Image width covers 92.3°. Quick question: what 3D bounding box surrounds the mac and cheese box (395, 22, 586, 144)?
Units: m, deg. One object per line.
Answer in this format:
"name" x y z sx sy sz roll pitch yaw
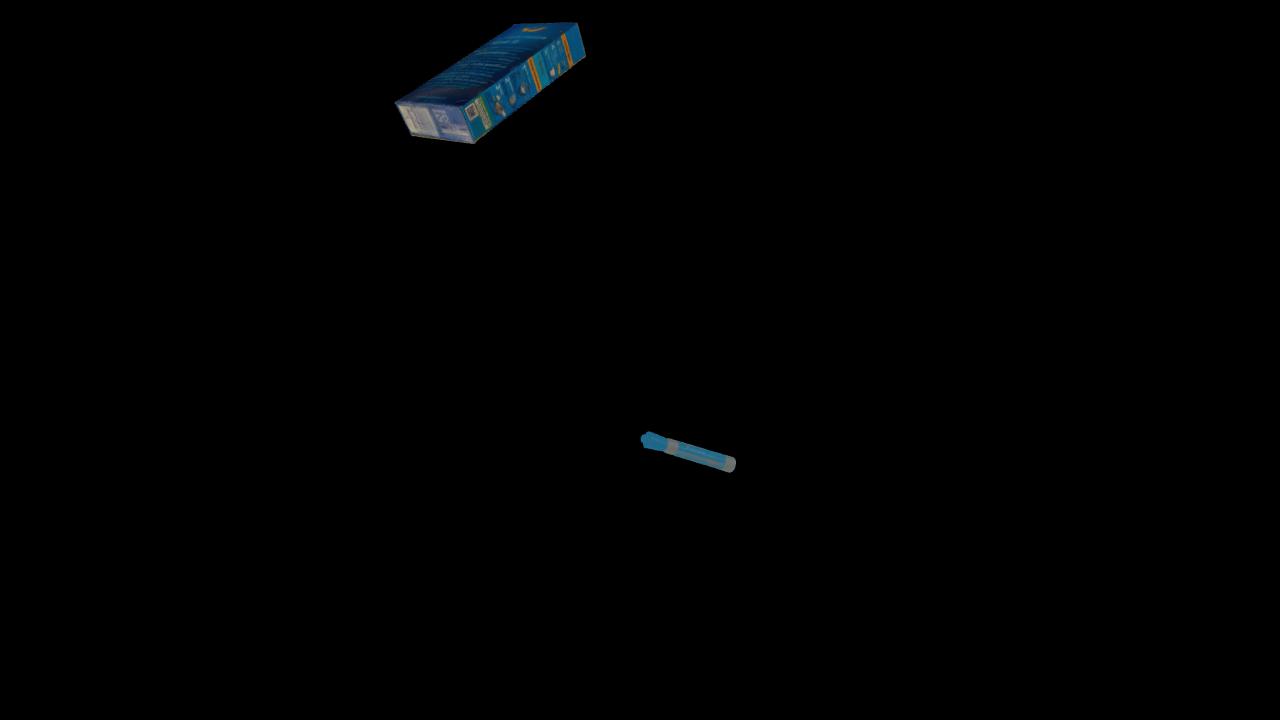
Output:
"mac and cheese box" -0.143 -0.280 0.611 0.093 0.041 0.184 16 53 31

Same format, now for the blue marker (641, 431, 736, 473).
"blue marker" 0.055 0.104 0.695 0.121 0.020 0.020 20 -8 -23
